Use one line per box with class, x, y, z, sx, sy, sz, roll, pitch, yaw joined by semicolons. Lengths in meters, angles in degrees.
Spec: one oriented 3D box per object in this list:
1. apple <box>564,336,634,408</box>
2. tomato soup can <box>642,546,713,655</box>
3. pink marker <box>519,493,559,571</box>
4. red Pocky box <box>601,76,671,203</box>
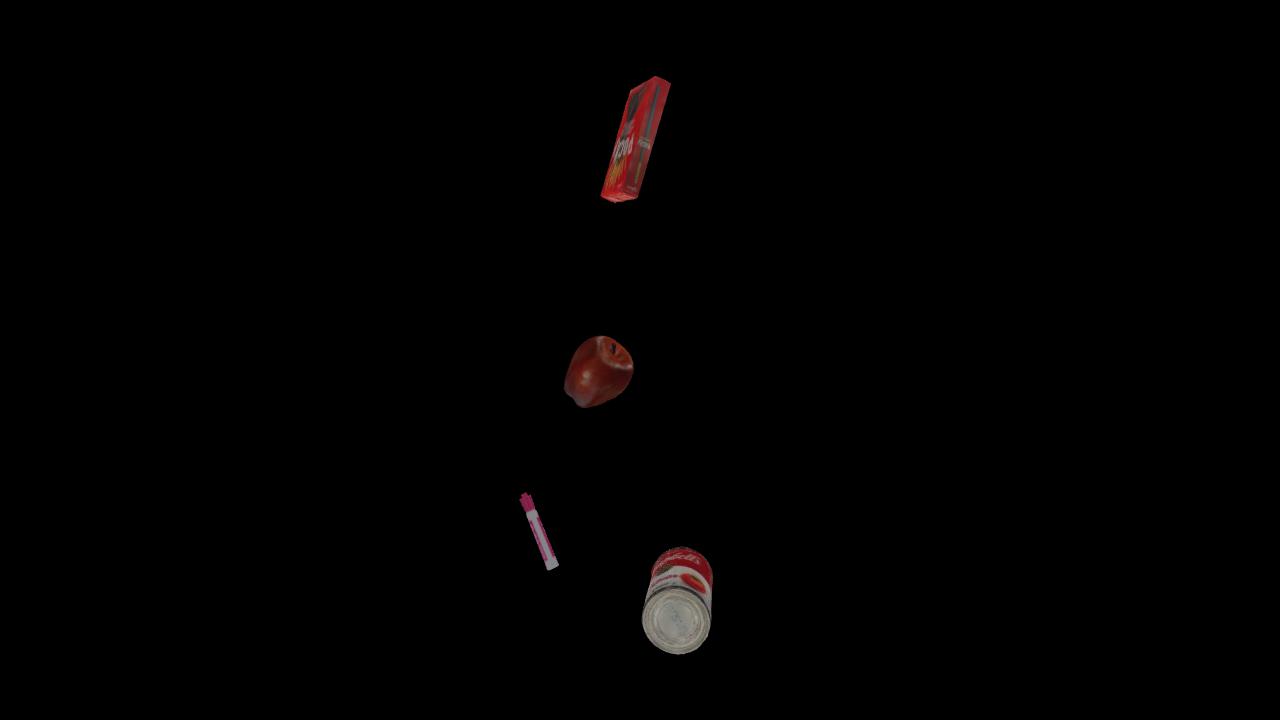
apple;-0.053;0.014;0.762;0.079;0.079;0.093;0;-44;-51
tomato soup can;0.040;0.242;0.626;0.068;0.068;0.101;0;5;8
pink marker;-0.155;0.260;0.939;0.020;0.121;0.020;-23;-8;-3
red Pocky box;-0.008;-0.290;0.818;0.028;0.155;0.083;15;2;-27
